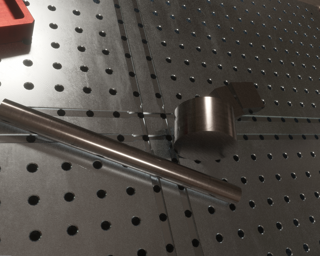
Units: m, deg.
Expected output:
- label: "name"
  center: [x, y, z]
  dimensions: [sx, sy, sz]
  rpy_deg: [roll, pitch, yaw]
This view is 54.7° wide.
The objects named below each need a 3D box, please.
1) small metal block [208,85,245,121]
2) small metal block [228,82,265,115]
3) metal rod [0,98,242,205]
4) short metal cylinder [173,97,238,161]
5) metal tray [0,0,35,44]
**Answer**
- label: "small metal block"
  center: [0.089, -0.026, 0.458]
  dimensions: [0.025, 0.050, 0.050]
  rpy_deg: [-19, 72, -36]
- label: "small metal block"
  center: [0.139, -0.049, 0.515]
  dimensions: [0.050, 0.025, 0.050]
  rpy_deg: [-5, 65, -31]
- label: "metal rod"
  center: [-0.034, 0.035, 0.369]
  dimensions: [0.302, 0.025, 0.025]
  rpy_deg: [22, 54, -15]
- label: "short metal cylinder"
  center: [0.058, 0.003, 0.404]
  dimensions: [0.081, 0.080, 0.050]
  rpy_deg: [15, 56, -20]
- label: "metal tray"
  center: [-0.227, -0.161, 0.381]
  dimensions: [0.091, 0.030, 0.130]
  rpy_deg: [-24, 75, -37]
